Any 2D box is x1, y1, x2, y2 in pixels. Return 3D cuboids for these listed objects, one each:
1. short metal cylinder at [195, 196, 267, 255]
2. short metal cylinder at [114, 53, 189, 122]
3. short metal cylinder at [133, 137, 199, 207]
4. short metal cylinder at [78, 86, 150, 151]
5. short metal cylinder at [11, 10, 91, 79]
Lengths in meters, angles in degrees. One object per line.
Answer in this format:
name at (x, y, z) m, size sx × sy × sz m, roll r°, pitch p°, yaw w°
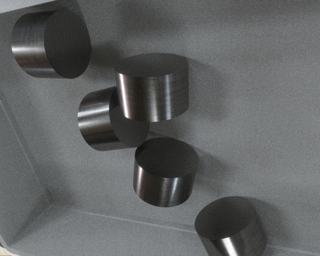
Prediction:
short metal cylinder at (0.093, 0.136, 0.408) m, size 0.080 × 0.080 × 0.050 m, roll -13°, pitch 112°, yaw 33°
short metal cylinder at (-0.008, -0.048, 0.348) m, size 0.080 × 0.080 × 0.050 m, roll 10°, pitch 123°, yaw 23°
short metal cylinder at (0.006, 0.056, 0.404) m, size 0.080 × 0.080 × 0.050 m, roll 19°, pitch 126°, yaw 17°
short metal cylinder at (-0.057, -0.012, 0.396) m, size 0.050 × 0.080 × 0.080 m, roll -9°, pitch 114°, yaw 32°
short metal cylinder at (-0.130, -0.101, 0.379) m, size 0.050 × 0.080 × 0.079 m, roll 6°, pitch 121°, yaw 25°
